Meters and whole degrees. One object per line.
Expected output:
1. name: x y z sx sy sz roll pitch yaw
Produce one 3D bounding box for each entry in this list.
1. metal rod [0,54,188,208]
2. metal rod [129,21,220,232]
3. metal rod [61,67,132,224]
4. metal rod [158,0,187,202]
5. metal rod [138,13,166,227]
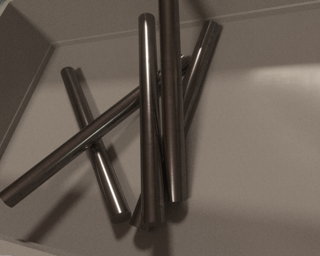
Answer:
1. metal rod: -0.079 -0.002 0.418 0.301 0.025 0.025 -39 51 -10
2. metal rod: 0.026 -0.018 0.401 0.025 0.025 0.300 7 65 31
3. metal rod: -0.104 0.003 0.456 0.025 0.025 0.300 -34 52 5
4. metal rod: 0.013 -0.066 0.367 0.025 0.025 0.298 -5 82 25
5. metal rod: -0.013 -0.032 0.390 0.025 0.025 0.299 -14 59 20
